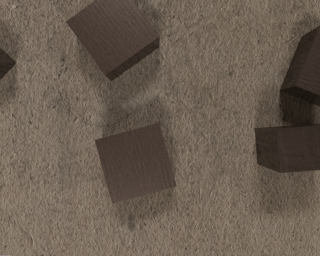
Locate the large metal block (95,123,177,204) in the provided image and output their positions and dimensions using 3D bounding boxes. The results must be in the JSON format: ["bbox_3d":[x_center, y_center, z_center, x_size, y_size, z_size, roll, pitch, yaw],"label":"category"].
[{"bbox_3d":[-0.029,0.042,0.397,0.080,0.050,0.080,-15,90,-1],"label":"large metal block"}]

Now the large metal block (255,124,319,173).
[{"bbox_3d":[0.172,0.022,0.385,0.081,0.080,0.050,-4,90,-1],"label":"large metal block"}]

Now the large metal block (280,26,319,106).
[{"bbox_3d":[0.217,-0.073,0.400,0.080,0.050,0.080,22,90,-1],"label":"large metal block"}]

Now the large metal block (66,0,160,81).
[{"bbox_3d":[-0.057,-0.119,0.397,0.080,0.050,0.080,-36,90,0],"label":"large metal block"}]

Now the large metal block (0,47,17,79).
[{"bbox_3d":[-0.251,-0.086,0.394,0.080,0.050,0.080,43,90,-1],"label":"large metal block"}]
